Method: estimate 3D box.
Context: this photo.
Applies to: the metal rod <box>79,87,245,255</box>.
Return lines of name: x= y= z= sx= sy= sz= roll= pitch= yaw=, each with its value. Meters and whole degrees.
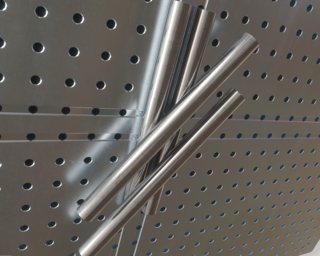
metal rod: x=0.000 y=0.064 z=0.417 sx=0.300 sy=0.025 sz=0.025 roll=-47 pitch=129 yaw=4

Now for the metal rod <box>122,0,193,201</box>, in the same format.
metal rod: x=-0.012 y=-0.007 z=0.400 sx=0.025 sy=0.025 sz=0.298 roll=1 pitch=118 yaw=-29

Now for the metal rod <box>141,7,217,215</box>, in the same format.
metal rod: x=0.018 y=-0.005 z=0.418 sx=0.025 sy=0.025 sz=0.298 roll=1 pitch=118 yaw=-29

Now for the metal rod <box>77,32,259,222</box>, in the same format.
metal rod: x=0.007 y=0.002 z=0.384 sx=0.300 sy=0.025 sz=0.025 roll=-46 pitch=129 yaw=4
